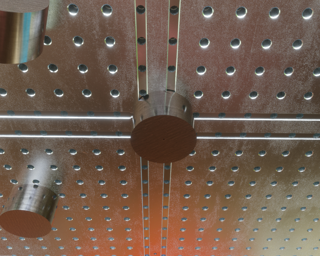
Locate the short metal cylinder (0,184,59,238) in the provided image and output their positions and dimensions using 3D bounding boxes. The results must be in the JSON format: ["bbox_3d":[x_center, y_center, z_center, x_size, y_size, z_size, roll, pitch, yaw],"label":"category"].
[{"bbox_3d":[-0.213,0.137,0.510,0.081,0.050,0.079,0,130,0],"label":"short metal cylinder"}]

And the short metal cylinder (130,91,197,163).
[{"bbox_3d":[0.004,-0.001,0.395,0.081,0.050,0.079,0,130,0],"label":"short metal cylinder"}]

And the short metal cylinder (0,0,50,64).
[{"bbox_3d":[-0.148,-0.103,0.286,0.081,0.080,0.050,16,128,-13],"label":"short metal cylinder"}]
